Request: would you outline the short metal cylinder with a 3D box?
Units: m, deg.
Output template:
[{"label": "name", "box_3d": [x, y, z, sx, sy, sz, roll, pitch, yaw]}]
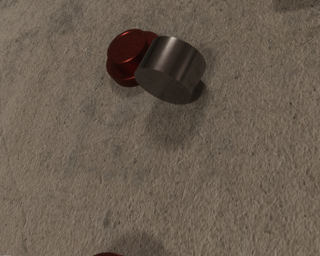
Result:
[{"label": "short metal cylinder", "box_3d": [0.013, -0.073, 0.405, 0.080, 0.080, 0.050, 14, 69, 33]}]

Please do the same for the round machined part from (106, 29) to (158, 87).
[{"label": "round machined part", "box_3d": [-0.043, -0.116, 0.485, 0.098, 0.042, 0.098, -13, 56, 20]}]

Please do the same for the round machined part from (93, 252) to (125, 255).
[{"label": "round machined part", "box_3d": [-0.048, 0.179, 0.307, 0.098, 0.042, 0.098, -13, 56, 20]}]
